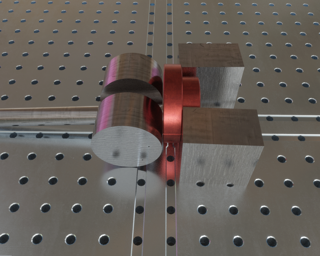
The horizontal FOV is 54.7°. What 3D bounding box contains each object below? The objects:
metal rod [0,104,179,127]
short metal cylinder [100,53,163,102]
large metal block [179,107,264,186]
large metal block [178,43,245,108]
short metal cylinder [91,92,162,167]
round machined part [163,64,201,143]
[{"bbox_3d":[-0.119,-0.016,0.405,0.302,0.025,0.025,-1,50,4],"label":"metal rod"},{"bbox_3d":[-0.036,-0.053,0.416,0.080,0.080,0.050,1,51,0],"label":"short metal cylinder"},{"bbox_3d":[0.064,0.023,0.354,0.080,0.080,0.050,2,50,2],"label":"large metal block"},{"bbox_3d":[0.065,-0.069,0.431,0.081,0.080,0.050,0,50,0],"label":"large metal block"},{"bbox_3d":[-0.037,0.004,0.367,0.080,0.080,0.050,1,51,1],"label":"short metal cylinder"},{"bbox_3d":[0.026,-0.030,0.385,0.042,0.097,0.098,1,50,1],"label":"round machined part"}]
